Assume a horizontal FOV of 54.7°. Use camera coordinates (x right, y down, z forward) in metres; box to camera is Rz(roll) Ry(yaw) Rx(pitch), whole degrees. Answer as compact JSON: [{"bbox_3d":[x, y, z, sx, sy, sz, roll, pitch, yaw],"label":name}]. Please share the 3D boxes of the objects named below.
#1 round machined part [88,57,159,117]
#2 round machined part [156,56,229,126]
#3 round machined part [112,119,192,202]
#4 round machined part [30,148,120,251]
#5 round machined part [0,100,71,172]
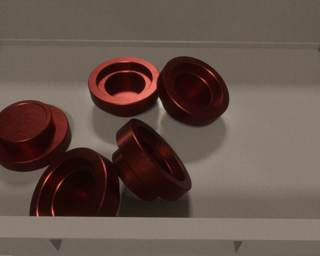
[{"bbox_3d":[-0.048,-0.054,0.438,0.099,0.042,0.098,0,50,0],"label":"round machined part"},{"bbox_3d":[0.040,-0.045,0.417,0.099,0.042,0.098,13,57,-20],"label":"round machined part"},{"bbox_3d":[-0.013,0.040,0.337,0.042,0.098,0.098,-41,54,12],"label":"round machined part"},{"bbox_3d":[-0.080,0.072,0.314,0.098,0.042,0.098,-16,56,25],"label":"round machined part"},{"bbox_3d":[-0.166,0.003,0.390,0.099,0.042,0.098,0,50,0],"label":"round machined part"}]
